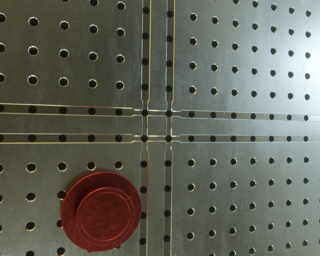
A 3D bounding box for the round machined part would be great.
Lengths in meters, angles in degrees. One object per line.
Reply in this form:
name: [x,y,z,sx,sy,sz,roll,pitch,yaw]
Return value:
round machined part: [-0.069,0.102,0.378,0.099,0.042,0.097,0,90,-20]
